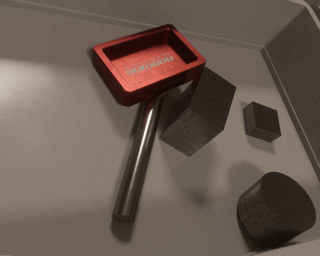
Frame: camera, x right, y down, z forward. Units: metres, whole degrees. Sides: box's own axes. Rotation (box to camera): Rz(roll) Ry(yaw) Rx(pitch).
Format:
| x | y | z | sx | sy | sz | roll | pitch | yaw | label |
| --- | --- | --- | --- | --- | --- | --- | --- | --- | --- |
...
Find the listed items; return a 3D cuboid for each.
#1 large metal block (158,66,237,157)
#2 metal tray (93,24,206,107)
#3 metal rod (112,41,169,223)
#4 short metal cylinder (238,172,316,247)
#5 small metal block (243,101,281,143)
| x | y | z | sx | sy | sz | roll | pitch | yaw | label |
| --- | --- | --- | --- | --- | --- | --- | --- | --- | --- |
| 0.049 | -0.020 | 0.411 | 0.050 | 0.080 | 0.080 | 32 | 51 | -8 | large metal block |
| -0.014 | -0.090 | 0.425 | 0.131 | 0.030 | 0.090 | -26 | 65 | -26 | metal tray |
| -0.011 | -0.023 | 0.414 | 0.025 | 0.025 | 0.300 | 24 | 53 | -14 | metal rod |
| 0.149 | 0.104 | 0.399 | 0.081 | 0.050 | 0.080 | 16 | 44 | -16 | short metal cylinder |
| 0.165 | -0.010 | 0.503 | 0.050 | 0.025 | 0.050 | 17 | 55 | -19 | small metal block |
